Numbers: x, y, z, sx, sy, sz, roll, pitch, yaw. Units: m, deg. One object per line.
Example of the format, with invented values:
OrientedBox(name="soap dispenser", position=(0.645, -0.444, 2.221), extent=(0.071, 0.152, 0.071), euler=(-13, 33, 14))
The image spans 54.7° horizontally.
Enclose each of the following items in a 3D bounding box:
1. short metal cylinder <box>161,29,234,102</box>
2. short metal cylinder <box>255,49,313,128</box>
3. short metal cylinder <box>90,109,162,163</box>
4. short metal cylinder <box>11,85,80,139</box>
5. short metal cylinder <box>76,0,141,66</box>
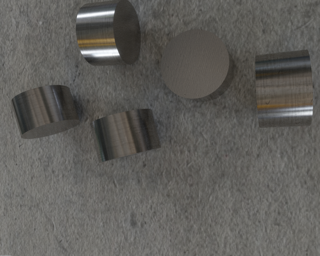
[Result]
OrientedBox(name="short metal cylinder", position=(0.047, -0.074, 0.379), extent=(0.080, 0.050, 0.079), euler=(0, 90, 19))
OrientedBox(name="short metal cylinder", position=(0.132, -0.041, 0.333), extent=(0.050, 0.080, 0.079), euler=(-3, 89, 20))
OrientedBox(name="short metal cylinder", position=(-0.043, 0.010, 0.394), extent=(0.080, 0.080, 0.050), euler=(-16, 85, 19))
OrientedBox(name="short metal cylinder", position=(-0.159, -0.021, 0.434), extent=(0.080, 0.080, 0.050), euler=(-21, 83, 18))
OrientedBox(name="short metal cylinder", position=(-0.064, -0.122, 0.401), extent=(0.050, 0.080, 0.079), euler=(2, 91, 20))
